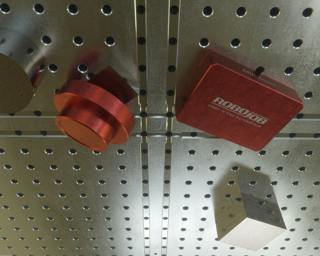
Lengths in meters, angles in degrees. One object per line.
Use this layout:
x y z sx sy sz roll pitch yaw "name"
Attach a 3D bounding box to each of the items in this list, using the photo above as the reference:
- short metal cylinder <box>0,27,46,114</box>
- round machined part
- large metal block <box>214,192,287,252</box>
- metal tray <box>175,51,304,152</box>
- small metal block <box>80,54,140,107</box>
-0.174 -0.062 0.340 0.081 0.050 0.079 0 130 0 "short metal cylinder"
-0.082 -0.008 0.364 0.098 0.042 0.098 21 153 12 "round machined part"
0.153 0.164 0.536 0.080 0.050 0.080 21 127 -17 "large metal block"
0.096 -0.028 0.385 0.131 0.030 0.089 21 127 -17 "metal tray"
-0.060 -0.050 0.368 0.050 0.025 0.050 -30 124 23 "small metal block"
